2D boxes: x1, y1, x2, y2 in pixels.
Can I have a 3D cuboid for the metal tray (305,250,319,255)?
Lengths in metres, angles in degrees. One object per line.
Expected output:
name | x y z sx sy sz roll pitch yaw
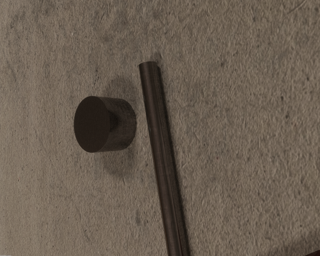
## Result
metal tray | 0.125 0.187 0.297 0.129 0.030 0.090 -42 65 31

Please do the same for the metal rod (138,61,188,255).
metal rod | 0.007 0.061 0.397 0.025 0.025 0.298 -15 81 39

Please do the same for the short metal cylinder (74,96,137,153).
short metal cylinder | -0.081 -0.005 0.453 0.080 0.050 0.079 0 90 39
